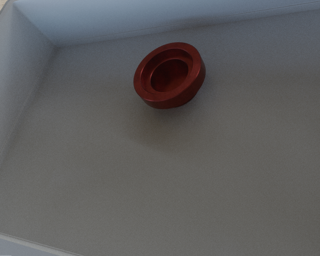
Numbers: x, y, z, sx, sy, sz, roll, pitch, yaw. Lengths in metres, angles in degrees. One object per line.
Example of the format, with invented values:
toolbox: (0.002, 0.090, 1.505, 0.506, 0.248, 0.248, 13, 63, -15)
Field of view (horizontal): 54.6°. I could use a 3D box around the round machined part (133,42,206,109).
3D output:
round machined part: (0.016, -0.067, 0.428, 0.098, 0.042, 0.098, -13, 56, 21)
